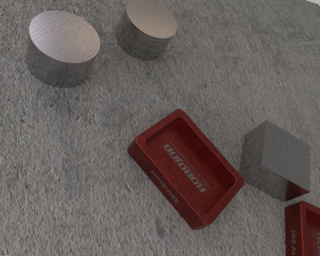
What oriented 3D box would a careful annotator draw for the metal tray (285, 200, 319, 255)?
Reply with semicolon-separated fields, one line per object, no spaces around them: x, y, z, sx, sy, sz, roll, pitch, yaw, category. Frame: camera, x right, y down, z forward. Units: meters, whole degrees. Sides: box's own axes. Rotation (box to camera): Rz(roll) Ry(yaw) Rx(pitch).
0.212;0.173;0.408;0.090;0.030;0.130;25;53;-13;metal tray

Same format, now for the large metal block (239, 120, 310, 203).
0.166;0.048;0.448;0.080;0.050;0.080;29;52;-10;large metal block

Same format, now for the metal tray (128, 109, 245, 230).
0.034;0.048;0.389;0.130;0.030;0.091;49;51;6;metal tray

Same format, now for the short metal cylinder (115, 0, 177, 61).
-0.021;-0.149;0.467;0.081;0.050;0.080;14;56;-21;short metal cylinder

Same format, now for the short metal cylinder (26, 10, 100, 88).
-0.120;-0.096;0.382;0.081;0.050;0.080;14;56;-21;short metal cylinder
